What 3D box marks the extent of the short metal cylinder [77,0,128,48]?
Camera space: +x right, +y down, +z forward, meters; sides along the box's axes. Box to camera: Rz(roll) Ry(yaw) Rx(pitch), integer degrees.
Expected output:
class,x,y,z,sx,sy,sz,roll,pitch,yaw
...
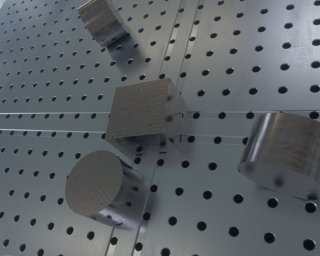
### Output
class,x,y,z,sx,sy,sz,roll,pitch,yaw
short metal cylinder,-0.098,-0.188,0.539,0.050,0.080,0.080,-30,52,9

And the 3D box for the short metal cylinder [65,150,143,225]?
class,x,y,z,sx,sy,sz,roll,pitch,yaw
short metal cylinder,-0.068,0.074,0.382,0.080,0.050,0.080,-13,56,21

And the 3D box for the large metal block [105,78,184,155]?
class,x,y,z,sx,sy,sz,roll,pitch,yaw
large metal block,-0.018,-0.013,0.410,0.080,0.050,0.080,-7,59,24

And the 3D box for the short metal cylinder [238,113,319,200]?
class,x,y,z,sx,sy,sz,roll,pitch,yaw
short metal cylinder,0.121,0.028,0.292,0.080,0.080,0.050,13,69,33
